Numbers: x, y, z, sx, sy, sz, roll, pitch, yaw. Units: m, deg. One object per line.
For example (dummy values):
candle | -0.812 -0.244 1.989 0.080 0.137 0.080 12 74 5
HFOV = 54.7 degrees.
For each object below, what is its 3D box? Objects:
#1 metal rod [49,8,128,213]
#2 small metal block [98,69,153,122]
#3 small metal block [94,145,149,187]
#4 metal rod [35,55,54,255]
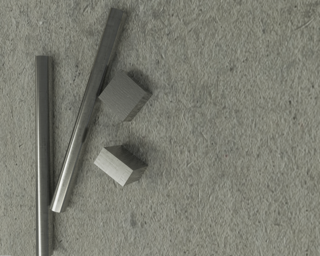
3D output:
metal rod | -0.104 -0.021 0.444 0.025 0.025 0.298 21 97 18
small metal block | -0.047 -0.044 0.425 0.050 0.025 0.050 43 103 14
small metal block | -0.051 0.049 0.412 0.050 0.050 0.025 35 101 16
metal rod | -0.175 0.042 0.468 0.025 0.025 0.298 0 90 19
